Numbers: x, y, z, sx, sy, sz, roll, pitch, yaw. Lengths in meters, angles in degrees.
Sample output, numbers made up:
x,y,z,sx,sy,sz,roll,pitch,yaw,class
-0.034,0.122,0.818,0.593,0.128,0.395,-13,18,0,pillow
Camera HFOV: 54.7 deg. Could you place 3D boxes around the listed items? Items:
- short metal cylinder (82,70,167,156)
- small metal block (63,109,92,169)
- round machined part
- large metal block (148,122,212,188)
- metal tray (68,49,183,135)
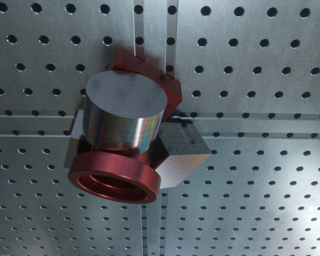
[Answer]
x,y,z,sx,sy,sz,roll,pitch,yaw,class
-0.038,-0.017,0.321,0.081,0.080,0.050,10,129,-9,short metal cylinder
-0.092,0.015,0.365,0.025,0.050,0.050,15,128,-13,small metal block
-0.047,0.048,0.342,0.099,0.042,0.098,9,151,6,round machined part
0.006,0.038,0.404,0.081,0.050,0.080,3,139,-45,large metal block
-0.045,-0.023,0.389,0.090,0.030,0.129,28,125,-22,metal tray
